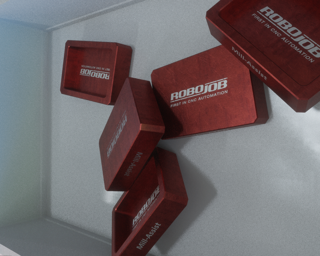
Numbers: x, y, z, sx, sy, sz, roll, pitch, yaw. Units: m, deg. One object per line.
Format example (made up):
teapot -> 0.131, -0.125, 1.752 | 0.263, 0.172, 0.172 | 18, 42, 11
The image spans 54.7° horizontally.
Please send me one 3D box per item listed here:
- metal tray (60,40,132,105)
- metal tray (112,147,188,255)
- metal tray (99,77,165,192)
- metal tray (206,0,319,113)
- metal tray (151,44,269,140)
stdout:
metal tray -> -0.105, -0.089, 0.490 | 0.130, 0.030, 0.089 | 15, 100, 39
metal tray -> -0.019, 0.099, 0.389 | 0.129, 0.030, 0.090 | -56, 24, 25
metal tray -> -0.043, 0.011, 0.402 | 0.129, 0.030, 0.090 | -59, 35, 38
metal tray -> 0.116, -0.088, 0.282 | 0.090, 0.030, 0.130 | -39, 63, 3
metal tray -> 0.052, -0.039, 0.361 | 0.130, 0.030, 0.090 | -12, 82, 39
